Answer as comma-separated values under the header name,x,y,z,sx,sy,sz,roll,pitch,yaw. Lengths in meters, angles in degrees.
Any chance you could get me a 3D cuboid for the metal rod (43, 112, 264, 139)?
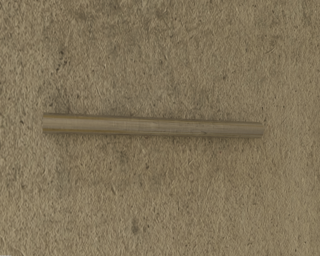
name,x,y,z,sx,sy,sz,roll,pitch,yaw
metal rod,0.006,-0.001,0.412,0.302,0.025,0.025,2,90,-20
